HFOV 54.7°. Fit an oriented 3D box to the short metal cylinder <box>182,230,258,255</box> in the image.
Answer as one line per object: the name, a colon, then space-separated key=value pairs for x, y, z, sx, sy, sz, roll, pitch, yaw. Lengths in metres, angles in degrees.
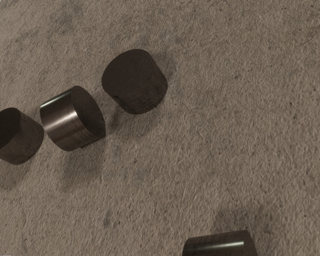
short metal cylinder: x=0.056 y=0.130 z=0.259 sx=0.050 sy=0.080 sz=0.080 roll=-16 pitch=56 yaw=19

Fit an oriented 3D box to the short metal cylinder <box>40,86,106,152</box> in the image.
short metal cylinder: x=-0.121 y=-0.013 z=0.438 sx=0.050 sy=0.080 sz=0.080 roll=-25 pitch=53 yaw=13

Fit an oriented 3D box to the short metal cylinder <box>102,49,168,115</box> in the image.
short metal cylinder: x=-0.036 y=-0.066 z=0.446 sx=0.080 sy=0.050 sz=0.080 roll=-13 pitch=56 yaw=20

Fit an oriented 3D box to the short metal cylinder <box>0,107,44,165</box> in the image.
short metal cylinder: x=-0.238 y=0.014 z=0.502 sx=0.080 sy=0.050 sz=0.080 roll=-13 pitch=56 yaw=20
